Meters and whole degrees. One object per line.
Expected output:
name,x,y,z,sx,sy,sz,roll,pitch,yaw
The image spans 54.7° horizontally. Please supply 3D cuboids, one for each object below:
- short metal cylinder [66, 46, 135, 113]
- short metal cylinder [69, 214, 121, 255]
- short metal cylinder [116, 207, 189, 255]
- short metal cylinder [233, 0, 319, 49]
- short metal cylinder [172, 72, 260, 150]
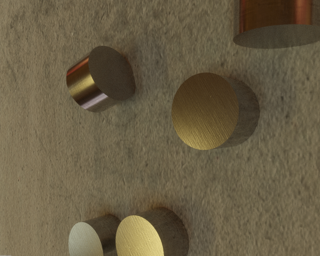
short metal cylinder,-0.082,-0.067,0.434,0.050,0.081,0.080,-22,76,38
short metal cylinder,-0.091,0.175,0.461,0.080,0.050,0.079,0,90,39
short metal cylinder,-0.010,0.147,0.395,0.080,0.050,0.079,0,90,39
short metal cylinder,0.108,-0.106,0.280,0.080,0.081,0.050,2,91,39
short metal cylinder,0.060,-0.017,0.338,0.080,0.050,0.079,0,90,39
